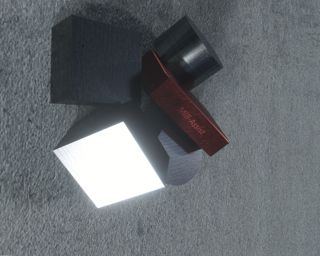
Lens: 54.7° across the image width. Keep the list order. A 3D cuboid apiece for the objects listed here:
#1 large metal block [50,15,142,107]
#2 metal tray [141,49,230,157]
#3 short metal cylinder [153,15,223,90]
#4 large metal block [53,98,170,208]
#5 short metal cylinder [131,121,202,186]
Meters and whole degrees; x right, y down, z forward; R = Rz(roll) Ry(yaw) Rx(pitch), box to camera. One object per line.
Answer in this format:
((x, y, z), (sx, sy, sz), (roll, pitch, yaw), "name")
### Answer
((-0.067, -0.065, 0.331), (0.081, 0.050, 0.080), (1, 90, -40), "large metal block")
((0.027, -0.031, 0.388), (0.030, 0.090, 0.130), (-40, 122, 12), "metal tray")
((0.037, -0.095, 0.394), (0.080, 0.050, 0.080), (46, 22, -24), "short metal cylinder")
((-0.046, 0.027, 0.323), (0.080, 0.080, 0.050), (60, 21, -23), "large metal block")
((0.008, 0.030, 0.398), (0.081, 0.050, 0.080), (0, 90, -40), "short metal cylinder")
